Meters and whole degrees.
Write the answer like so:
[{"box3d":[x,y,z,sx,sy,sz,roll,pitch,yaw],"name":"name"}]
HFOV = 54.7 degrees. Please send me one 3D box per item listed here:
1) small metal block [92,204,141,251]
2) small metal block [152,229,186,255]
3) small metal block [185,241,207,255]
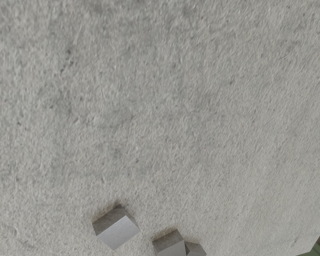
[{"box3d":[-0.065,0.150,0.466,0.050,0.025,0.050,-35,129,-6],"name":"small metal block"},{"box3d":[0.017,0.216,0.552,0.050,0.025,0.050,-21,127,-16],"name":"small metal block"},{"box3d":[0.053,0.247,0.591,0.050,0.025,0.050,28,103,-38],"name":"small metal block"}]
